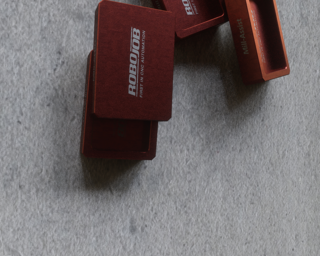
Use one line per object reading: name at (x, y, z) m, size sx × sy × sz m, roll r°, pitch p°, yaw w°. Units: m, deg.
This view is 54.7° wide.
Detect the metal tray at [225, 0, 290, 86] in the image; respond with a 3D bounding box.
metal tray at (0.141, -0.132, 0.441) m, size 0.091 × 0.030 × 0.129 m, roll -19°, pitch 97°, yaw -43°

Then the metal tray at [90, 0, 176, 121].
metal tray at (-0.031, -0.074, 0.363) m, size 0.091 × 0.030 × 0.129 m, roll 3°, pitch 89°, yaw -21°

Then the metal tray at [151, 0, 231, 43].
metal tray at (0.032, -0.191, 0.418) m, size 0.091 × 0.030 × 0.129 m, roll -26°, pitch 99°, yaw -19°

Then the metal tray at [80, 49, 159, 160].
metal tray at (-0.048, -0.027, 0.389) m, size 0.091 × 0.030 × 0.129 m, roll 5°, pitch 88°, yaw -20°
